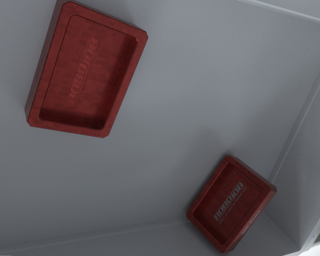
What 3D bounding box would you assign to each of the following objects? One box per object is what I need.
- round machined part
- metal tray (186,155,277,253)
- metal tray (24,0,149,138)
[{"bbox_3d":[0.067,0.229,0.581,0.099,0.042,0.097,-14,125,-21],"label":"round machined part"},{"bbox_3d":[0.112,0.121,0.500,0.030,0.090,0.129,18,108,-51],"label":"metal tray"},{"bbox_3d":[-0.079,-0.057,0.327,0.091,0.030,0.129,12,112,-34],"label":"metal tray"}]
